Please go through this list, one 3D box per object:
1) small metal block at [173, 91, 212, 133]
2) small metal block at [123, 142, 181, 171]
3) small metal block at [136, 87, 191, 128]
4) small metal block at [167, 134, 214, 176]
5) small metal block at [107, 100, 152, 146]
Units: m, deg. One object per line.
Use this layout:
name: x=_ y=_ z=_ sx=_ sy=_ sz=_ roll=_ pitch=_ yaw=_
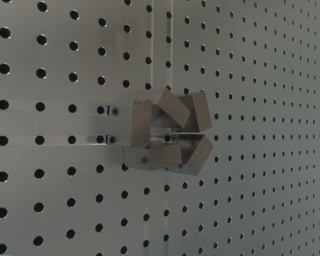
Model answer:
small metal block: x=0.040 y=-0.021 z=0.424 sx=0.025 sy=0.050 sz=0.050 roll=-21 pitch=103 yaw=-38
small metal block: x=-0.010 y=0.034 z=0.383 sx=0.050 sy=0.050 sz=0.025 roll=-7 pitch=94 yaw=-40
small metal block: x=0.002 y=-0.024 z=0.393 sx=0.050 sy=0.050 sz=0.025 roll=41 pitch=66 yaw=-33
small metal block: x=0.037 y=0.035 z=0.422 sx=0.025 sy=0.050 sz=0.050 roll=50 pitch=61 yaw=-28
small metal block: x=-0.036 y=-0.005 z=0.361 sx=0.025 sy=0.050 sz=0.050 roll=5 pitch=88 yaw=-40
